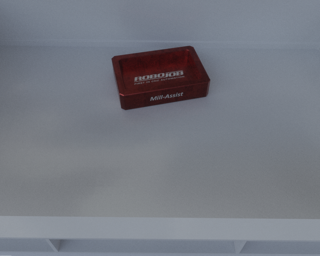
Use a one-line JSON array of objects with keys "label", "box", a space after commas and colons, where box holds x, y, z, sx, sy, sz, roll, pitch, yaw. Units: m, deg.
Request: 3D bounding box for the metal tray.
[{"label": "metal tray", "box": [-0.001, -0.078, 0.467, 0.131, 0.030, 0.090, -10, 51, -9]}]
